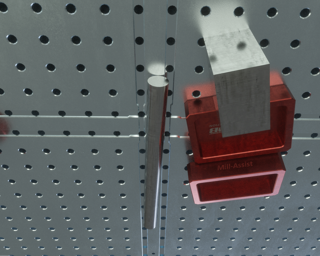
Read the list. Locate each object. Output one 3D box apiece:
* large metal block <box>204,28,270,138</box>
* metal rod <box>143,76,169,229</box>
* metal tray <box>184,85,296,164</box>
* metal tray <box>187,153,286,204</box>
[{"bbox_3d":[0.082,-0.049,0.335,0.050,0.080,0.080,-10,130,8],"label":"large metal block"},{"bbox_3d":[-0.010,0.058,0.460,0.025,0.025,0.298,2,130,-2],"label":"metal rod"},{"bbox_3d":[0.104,-0.002,0.408,0.131,0.030,0.090,-9,130,7],"label":"metal tray"},{"bbox_3d":[0.111,0.077,0.460,0.131,0.030,0.090,-8,145,6],"label":"metal tray"}]
